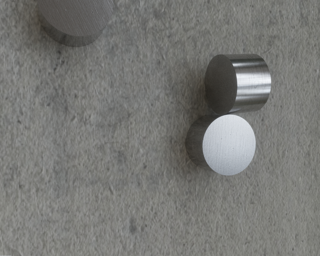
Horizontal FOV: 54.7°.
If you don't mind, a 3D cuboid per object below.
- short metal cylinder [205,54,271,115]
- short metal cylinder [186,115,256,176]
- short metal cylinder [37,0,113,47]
[{"bbox_3d":[0.103,-0.059,0.419,0.050,0.080,0.079,-6,93,-20],"label":"short metal cylinder"},{"bbox_3d":[0.083,0.022,0.427,0.081,0.050,0.079,-1,92,-20],"label":"short metal cylinder"},{"bbox_3d":[-0.099,-0.140,0.359,0.081,0.050,0.079,0,90,-21],"label":"short metal cylinder"}]
